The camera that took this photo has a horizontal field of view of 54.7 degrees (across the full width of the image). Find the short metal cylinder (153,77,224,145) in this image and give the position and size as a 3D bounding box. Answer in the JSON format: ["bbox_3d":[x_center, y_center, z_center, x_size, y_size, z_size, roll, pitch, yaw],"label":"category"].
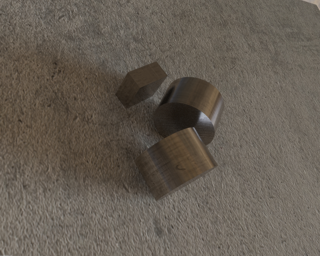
[{"bbox_3d":[0.038,-0.019,0.402,0.080,0.080,0.050,33,51,-8],"label":"short metal cylinder"}]

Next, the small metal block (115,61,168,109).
[{"bbox_3d":[-0.025,-0.057,0.410,0.050,0.050,0.025,-30,79,-38],"label":"small metal block"}]

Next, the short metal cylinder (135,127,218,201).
[{"bbox_3d":[0.018,0.042,0.355,0.081,0.080,0.050,-20,73,-36],"label":"short metal cylinder"}]
